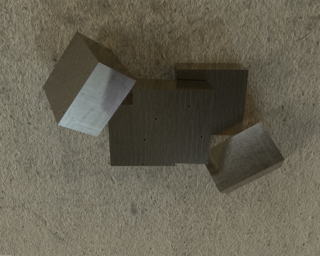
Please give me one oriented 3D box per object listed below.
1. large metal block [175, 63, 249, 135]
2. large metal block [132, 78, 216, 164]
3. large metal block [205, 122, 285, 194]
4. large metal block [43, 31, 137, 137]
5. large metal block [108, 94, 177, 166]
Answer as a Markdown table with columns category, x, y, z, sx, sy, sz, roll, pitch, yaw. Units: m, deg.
| category | x | y | z | sx | sy | sz | roll | pitch | yaw |
| --- | --- | --- | --- | --- | --- | --- | --- | --- | --- |
| large metal block | 0.059 | -0.037 | 0.385 | 0.081 | 0.050 | 0.079 | 0 | 110 | -1 |
| large metal block | 0.012 | -0.008 | 0.339 | 0.081 | 0.050 | 0.079 | 2 | 110 | -1 |
| large metal block | 0.105 | 0.042 | 0.392 | 0.080 | 0.080 | 0.050 | -29 | 70 | 10 |
| large metal block | -0.084 | -0.050 | 0.355 | 0.050 | 0.080 | 0.080 | 22 | 112 | -43 |
| large metal block | -0.021 | 0.002 | 0.396 | 0.081 | 0.050 | 0.079 | 0 | 110 | -1 |
